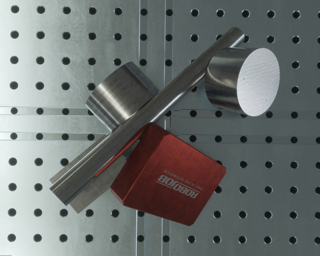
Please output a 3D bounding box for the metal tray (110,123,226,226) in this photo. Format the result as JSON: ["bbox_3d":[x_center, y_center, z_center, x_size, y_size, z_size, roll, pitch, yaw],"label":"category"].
[{"bbox_3d":[0.016,0.061,0.371,0.130,0.030,0.090,32,90,-42],"label":"metal tray"}]

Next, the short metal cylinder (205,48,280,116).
[{"bbox_3d":[0.102,-0.058,0.382,0.081,0.050,0.079,-11,109,-35],"label":"short metal cylinder"}]

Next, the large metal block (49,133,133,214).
[{"bbox_3d":[-0.076,0.051,0.384,0.080,0.080,0.050,-39,90,0],"label":"large metal block"}]

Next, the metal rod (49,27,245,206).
[{"bbox_3d":[0.001,-0.028,0.360,0.025,0.025,0.301,47,68,0],"label":"metal rod"}]

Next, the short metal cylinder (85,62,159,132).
[{"bbox_3d":[-0.045,-0.036,0.385,0.080,0.080,0.050,-43,91,0],"label":"short metal cylinder"}]
